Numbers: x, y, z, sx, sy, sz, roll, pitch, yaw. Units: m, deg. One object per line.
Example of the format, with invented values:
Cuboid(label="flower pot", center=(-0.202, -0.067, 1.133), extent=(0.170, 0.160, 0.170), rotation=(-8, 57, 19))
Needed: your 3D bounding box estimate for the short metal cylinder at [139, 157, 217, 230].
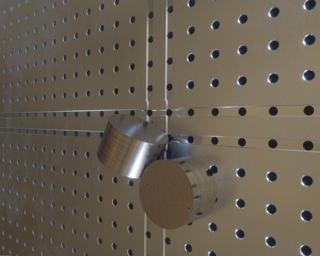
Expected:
Cuboid(label="short metal cylinder", center=(0.021, 0.076, 0.375), extent=(0.080, 0.050, 0.080), rotation=(0, 90, 39))

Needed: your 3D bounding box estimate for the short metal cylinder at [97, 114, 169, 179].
Cuboid(label="short metal cylinder", center=(-0.036, 0.022, 0.403), extent=(0.080, 0.081, 0.050), rotation=(35, 112, 34))
